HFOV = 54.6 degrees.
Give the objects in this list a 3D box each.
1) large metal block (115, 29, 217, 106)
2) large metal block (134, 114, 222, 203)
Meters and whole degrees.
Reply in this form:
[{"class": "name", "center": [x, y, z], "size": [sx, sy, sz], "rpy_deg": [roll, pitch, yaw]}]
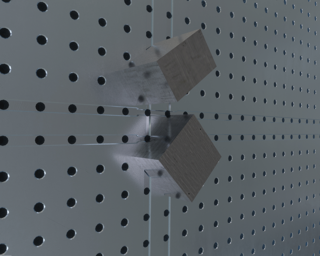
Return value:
[{"class": "large metal block", "center": [0.007, -0.072, 0.378], "size": [0.080, 0.080, 0.050], "rpy_deg": [-43, 116, -31]}, {"class": "large metal block", "center": [0.026, 0.038, 0.414], "size": [0.080, 0.050, 0.080], "rpy_deg": [-51, 120, -28]}]
